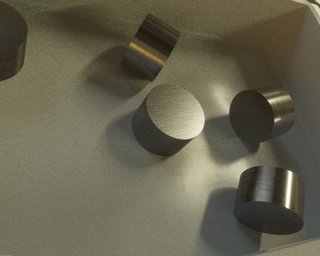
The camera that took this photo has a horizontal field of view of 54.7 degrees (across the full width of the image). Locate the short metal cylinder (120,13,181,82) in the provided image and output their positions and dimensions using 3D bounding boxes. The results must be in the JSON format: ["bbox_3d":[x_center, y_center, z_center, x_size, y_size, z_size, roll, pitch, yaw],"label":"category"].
[{"bbox_3d":[-0.014,-0.111,0.430,0.050,0.080,0.080,29,52,-10],"label":"short metal cylinder"}]

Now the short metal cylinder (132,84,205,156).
[{"bbox_3d":[0.010,-0.010,0.401,0.081,0.050,0.080,14,56,-21],"label":"short metal cylinder"}]

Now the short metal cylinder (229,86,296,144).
[{"bbox_3d":[0.152,-0.021,0.464,0.050,0.080,0.080,-14,69,-34],"label":"short metal cylinder"}]

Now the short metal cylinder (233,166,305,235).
[{"bbox_3d":[0.137,0.091,0.388,0.080,0.080,0.050,30,52,-9],"label":"short metal cylinder"}]

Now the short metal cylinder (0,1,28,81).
[{"bbox_3d":[-0.193,-0.098,0.345,0.081,0.050,0.080,14,56,-21],"label":"short metal cylinder"}]
